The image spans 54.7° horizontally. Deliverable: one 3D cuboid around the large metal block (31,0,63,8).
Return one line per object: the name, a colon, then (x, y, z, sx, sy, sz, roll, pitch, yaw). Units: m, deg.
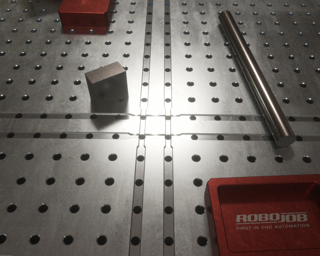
large metal block: (-0.238, -0.300, 0.641, 0.081, 0.050, 0.080, -23, 54, -18)

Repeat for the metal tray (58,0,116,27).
metal tray: (-0.138, -0.249, 0.612, 0.091, 0.030, 0.130, 2, 50, 1)

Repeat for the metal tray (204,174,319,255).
metal tray: (0.118, 0.096, 0.324, 0.131, 0.030, 0.090, -2, 50, -2)

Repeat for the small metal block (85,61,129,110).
small metal block: (-0.075, -0.060, 0.441, 0.050, 0.050, 0.025, -25, 55, -20)

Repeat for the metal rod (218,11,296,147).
metal rod: (0.142, -0.097, 0.490, 0.025, 0.025, 0.300, -5, 50, -5)
